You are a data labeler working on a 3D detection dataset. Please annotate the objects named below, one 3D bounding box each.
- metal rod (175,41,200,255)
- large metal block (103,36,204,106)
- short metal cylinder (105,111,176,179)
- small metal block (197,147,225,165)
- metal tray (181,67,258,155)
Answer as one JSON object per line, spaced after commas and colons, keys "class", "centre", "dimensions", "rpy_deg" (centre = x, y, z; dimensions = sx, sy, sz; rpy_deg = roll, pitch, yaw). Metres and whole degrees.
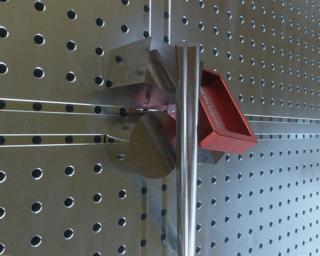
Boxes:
{"class": "metal rod", "centre": [0.032, 0.048, 0.375], "dimensions": [0.025, 0.025, 0.298], "rpy_deg": [-27, 127, -37]}
{"class": "large metal block", "centre": [-0.008, -0.062, 0.368], "dimensions": [0.081, 0.080, 0.050], "rpy_deg": [15, 81, -39]}
{"class": "short metal cylinder", "centre": [-0.019, 0.019, 0.379], "dimensions": [0.081, 0.050, 0.079], "rpy_deg": [0, 90, -40]}
{"class": "small metal block", "centre": [0.058, 0.023, 0.444], "dimensions": [0.025, 0.050, 0.050], "rpy_deg": [-44, 117, -31]}
{"class": "metal tray", "centre": [0.071, -0.030, 0.421], "dimensions": [0.091, 0.030, 0.130], "rpy_deg": [12, 47, -40]}
